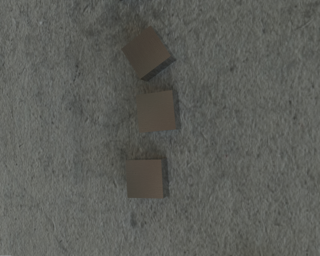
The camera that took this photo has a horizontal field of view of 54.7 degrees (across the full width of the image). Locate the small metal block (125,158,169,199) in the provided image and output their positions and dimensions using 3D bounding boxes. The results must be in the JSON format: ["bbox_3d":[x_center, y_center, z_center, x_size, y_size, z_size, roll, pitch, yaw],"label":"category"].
[{"bbox_3d":[-0.017,0.066,0.414,0.050,0.025,0.050,-3,89,19],"label":"small metal block"}]

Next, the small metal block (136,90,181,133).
[{"bbox_3d":[-0.002,-0.021,0.409,0.050,0.025,0.050,-6,88,19],"label":"small metal block"}]

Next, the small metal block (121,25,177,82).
[{"bbox_3d":[-0.015,-0.098,0.413,0.050,0.025,0.050,-35,79,16],"label":"small metal block"}]
